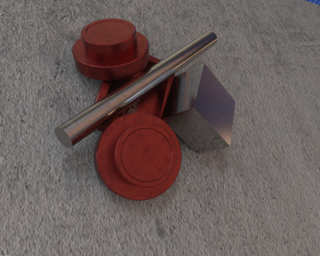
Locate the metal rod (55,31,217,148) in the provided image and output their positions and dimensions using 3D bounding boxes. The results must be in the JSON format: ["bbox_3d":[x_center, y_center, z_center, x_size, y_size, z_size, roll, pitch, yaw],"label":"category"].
[{"bbox_3d":[-0.008,-0.067,0.404,0.025,0.025,0.302,46,51,4],"label":"metal rod"}]

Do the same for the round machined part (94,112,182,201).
[{"bbox_3d":[-0.020,0.031,0.343,0.099,0.042,0.097,3,81,-21],"label":"round machined part"}]

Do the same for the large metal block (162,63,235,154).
[{"bbox_3d":[0.055,-0.024,0.415,0.080,0.050,0.080,43,46,-31],"label":"large metal block"}]

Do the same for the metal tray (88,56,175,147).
[{"bbox_3d":[-0.033,-0.046,0.412,0.091,0.030,0.130,22,53,-15],"label":"metal tray"}]

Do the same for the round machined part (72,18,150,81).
[{"bbox_3d":[-0.064,-0.107,0.400,0.099,0.042,0.098,-1,45,1],"label":"round machined part"}]
